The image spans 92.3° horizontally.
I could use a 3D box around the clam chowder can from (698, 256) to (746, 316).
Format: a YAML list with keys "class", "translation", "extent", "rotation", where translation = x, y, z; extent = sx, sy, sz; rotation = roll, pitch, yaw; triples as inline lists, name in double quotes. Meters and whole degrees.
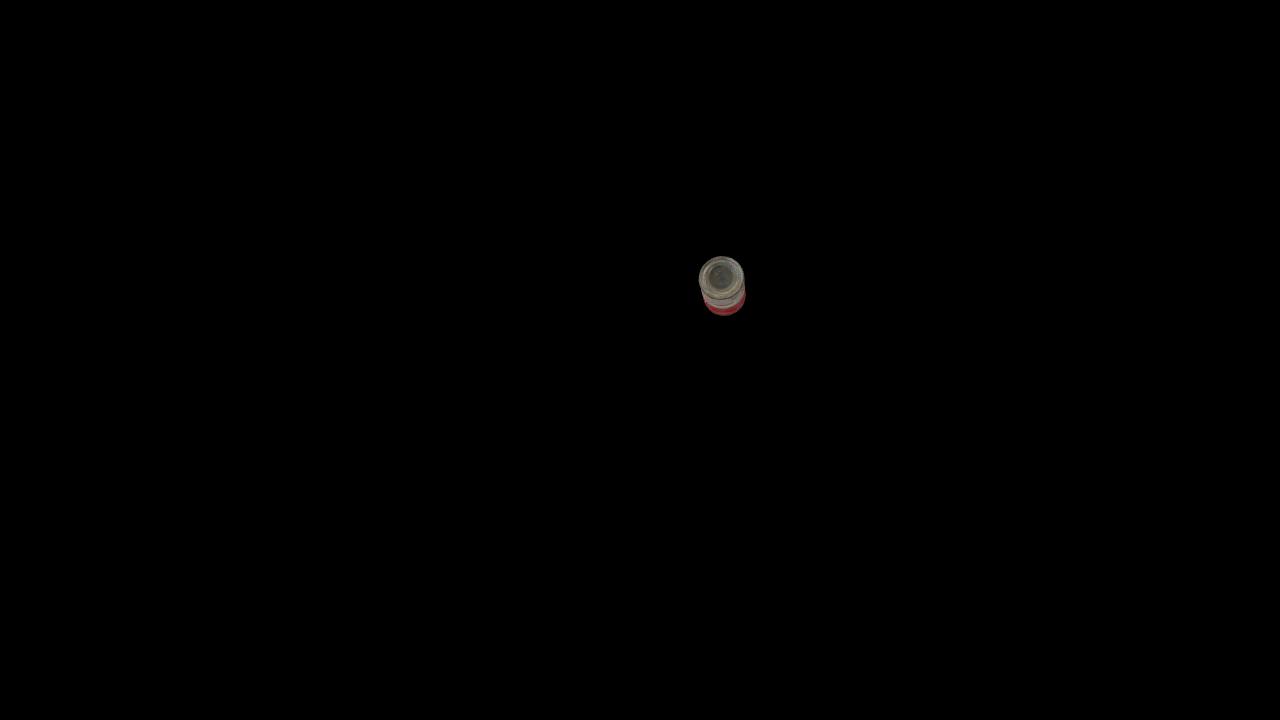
- class: "clam chowder can"
  translation: [0.126, -0.111, 0.932]
  extent: [0.068, 0.068, 0.102]
  rotation: [0, -8, 10]
